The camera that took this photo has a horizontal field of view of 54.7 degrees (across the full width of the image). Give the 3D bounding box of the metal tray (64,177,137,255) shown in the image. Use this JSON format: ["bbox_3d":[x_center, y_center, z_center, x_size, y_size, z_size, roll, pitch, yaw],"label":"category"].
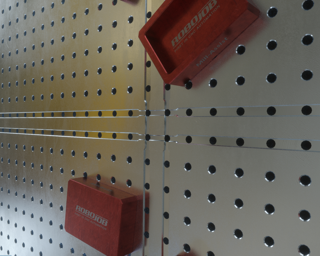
[{"bbox_3d":[-0.096,0.136,0.483,0.130,0.030,0.089,10,96,39],"label":"metal tray"}]

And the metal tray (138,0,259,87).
[{"bbox_3d":[0.039,-0.124,0.371,0.129,0.030,0.090,-41,65,32],"label":"metal tray"}]
